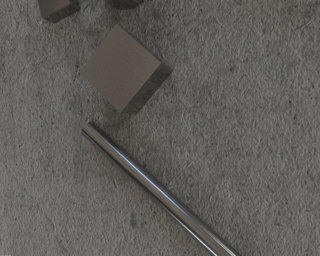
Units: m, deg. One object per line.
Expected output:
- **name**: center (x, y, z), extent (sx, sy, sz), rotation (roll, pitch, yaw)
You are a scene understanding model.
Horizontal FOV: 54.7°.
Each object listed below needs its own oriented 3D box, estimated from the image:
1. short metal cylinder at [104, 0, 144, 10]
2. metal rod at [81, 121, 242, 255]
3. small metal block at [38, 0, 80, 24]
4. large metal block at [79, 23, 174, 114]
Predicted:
- **short metal cylinder**: center (-0.055, -0.207, 0.414), extent (0.080, 0.050, 0.079), rotation (0, 90, 19)
- **metal rod**: center (0.007, 0.093, 0.405), extent (0.300, 0.025, 0.025), rotation (40, 103, 15)
- **small metal block**: center (-0.153, -0.192, 0.461), extent (0.050, 0.025, 0.050), rotation (-19, 84, 18)
- **large metal block**: center (-0.044, -0.075, 0.410), extent (0.080, 0.050, 0.080), rotation (44, 103, 14)
